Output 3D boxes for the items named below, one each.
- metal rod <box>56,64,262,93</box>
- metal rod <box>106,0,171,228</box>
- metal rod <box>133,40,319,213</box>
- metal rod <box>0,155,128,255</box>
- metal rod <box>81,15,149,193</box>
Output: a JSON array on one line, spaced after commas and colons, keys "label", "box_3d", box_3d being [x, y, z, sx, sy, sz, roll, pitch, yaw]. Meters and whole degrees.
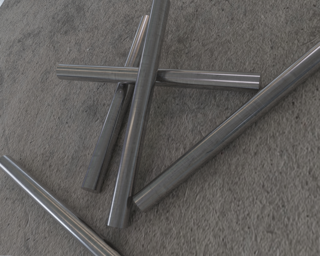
[{"label": "metal rod", "box_3d": [-0.017, -0.071, 0.431, 0.301, 0.025, 0.025, 7, 65, 22]}, {"label": "metal rod", "box_3d": [-0.024, -0.029, 0.393, 0.025, 0.025, 0.299, 3, 76, 30]}, {"label": "metal rod", "box_3d": [0.091, -0.007, 0.360, 0.300, 0.025, 0.025, -40, 51, 1]}, {"label": "metal rod", "box_3d": [-0.140, 0.105, 0.413, 0.300, 0.025, 0.025, 24, 75, 36]}, {"label": "metal rod", "box_3d": [-0.056, -0.051, 0.464, 0.025, 0.025, 0.300, 1, 62, 28]}]
